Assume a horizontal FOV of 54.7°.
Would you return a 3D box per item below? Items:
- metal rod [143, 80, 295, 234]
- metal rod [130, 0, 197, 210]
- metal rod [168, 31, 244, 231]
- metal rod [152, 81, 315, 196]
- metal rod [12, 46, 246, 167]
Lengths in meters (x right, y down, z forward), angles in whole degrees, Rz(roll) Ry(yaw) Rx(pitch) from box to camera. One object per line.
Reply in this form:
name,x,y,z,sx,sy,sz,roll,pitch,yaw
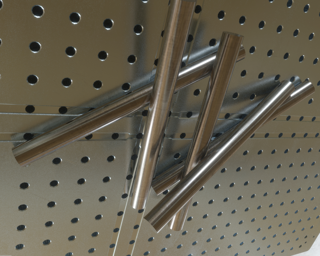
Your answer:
metal rod,0.094,0.026,0.428,0.301,0.025,0.025,-41,132,-22
metal rod,-0.005,-0.005,0.378,0.025,0.025,0.298,-7,130,-25
metal rod,0.055,0.022,0.422,0.025,0.025,0.298,-2,119,-28
metal rod,0.116,0.012,0.484,0.301,0.025,0.025,-32,129,-8
metal rod,-0.027,-0.034,0.376,0.302,0.025,0.025,-27,128,-12
